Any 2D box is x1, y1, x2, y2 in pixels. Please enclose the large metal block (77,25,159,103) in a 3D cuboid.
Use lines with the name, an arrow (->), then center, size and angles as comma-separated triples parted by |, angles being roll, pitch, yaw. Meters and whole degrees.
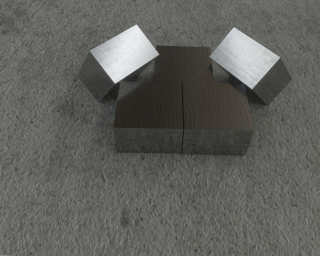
large metal block -> -0.060, -0.087, 0.433 | 0.080, 0.080, 0.050 | -40, 95, -28

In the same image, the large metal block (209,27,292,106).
large metal block -> 0.128, -0.084, 0.433 | 0.050, 0.080, 0.080 | -50, 58, 12

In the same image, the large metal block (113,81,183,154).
large metal block -> -0.013, -0.014, 0.400 | 0.081, 0.050, 0.080 | 1, 50, 0

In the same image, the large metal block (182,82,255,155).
large metal block -> 0.069, -0.013, 0.397 | 0.081, 0.050, 0.080 | 1, 50, 0

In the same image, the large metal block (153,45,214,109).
large metal block -> 0.032, -0.075, 0.452 | 0.081, 0.050, 0.080 | 2, 50, 1
